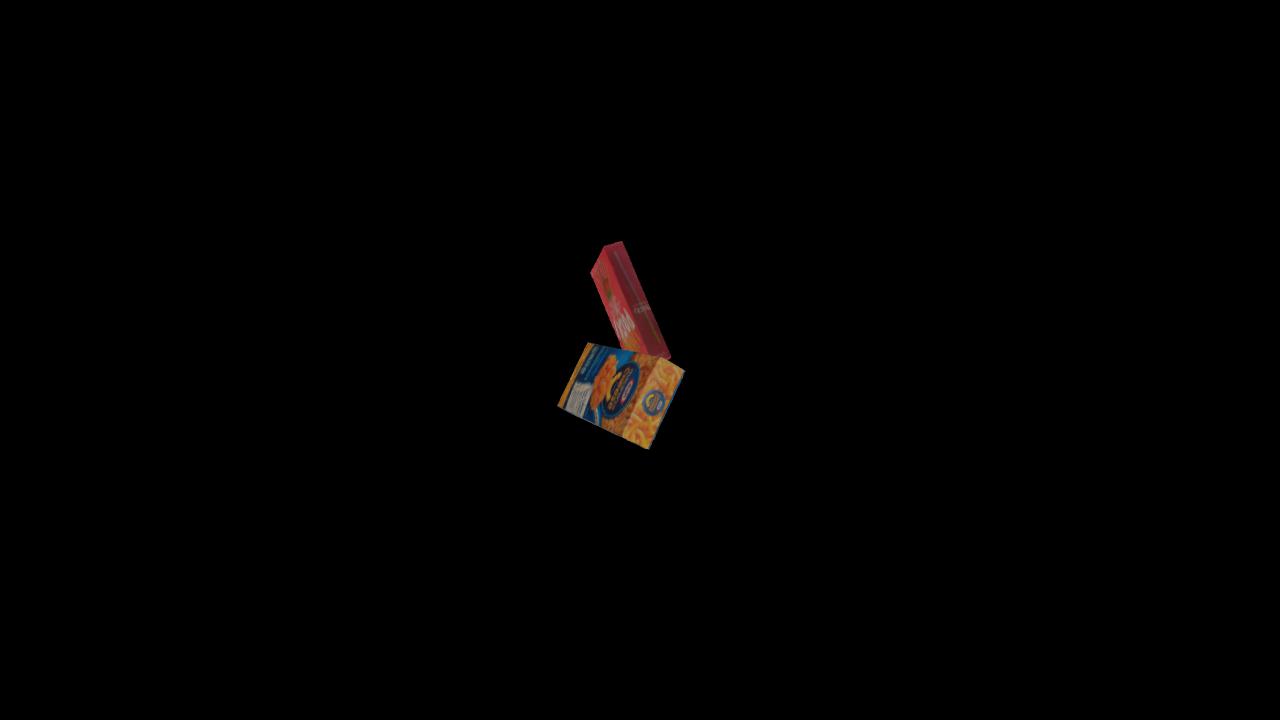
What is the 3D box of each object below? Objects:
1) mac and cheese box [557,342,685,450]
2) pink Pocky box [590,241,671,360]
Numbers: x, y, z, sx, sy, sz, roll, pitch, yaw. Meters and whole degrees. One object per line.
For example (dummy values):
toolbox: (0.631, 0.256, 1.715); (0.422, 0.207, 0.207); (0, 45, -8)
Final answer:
mac and cheese box: (-0.028, 0.034, 0.697); (0.041, 0.093, 0.184); (31, -9, -27)
pink Pocky box: (-0.014, -0.059, 0.755); (0.029, 0.155, 0.084); (-20, -8, -20)
